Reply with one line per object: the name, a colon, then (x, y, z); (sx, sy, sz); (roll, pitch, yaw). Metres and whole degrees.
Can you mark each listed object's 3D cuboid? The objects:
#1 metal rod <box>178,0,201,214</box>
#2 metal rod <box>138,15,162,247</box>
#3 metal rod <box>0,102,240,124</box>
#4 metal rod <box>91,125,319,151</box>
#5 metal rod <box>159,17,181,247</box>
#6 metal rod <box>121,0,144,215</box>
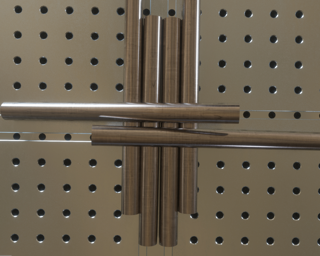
metal rod: (0.039, -0.038, 0.413); (0.025, 0.025, 0.298); (1, 90, 0)
metal rod: (-0.013, 0.004, 0.412); (0.025, 0.025, 0.298); (1, 90, 0)
metal rod: (-0.056, -0.020, 0.390); (0.301, 0.025, 0.025); (1, 90, 9)
metal rod: (0.068, 0.013, 0.393); (0.302, 0.025, 0.025); (2, 90, -9)
metal rod: (0.014, 0.005, 0.414); (0.025, 0.025, 0.298); (1, 90, 0)
metal rod: (-0.037, -0.037, 0.412); (0.025, 0.025, 0.298); (1, 90, 0)
